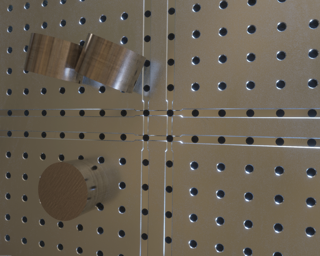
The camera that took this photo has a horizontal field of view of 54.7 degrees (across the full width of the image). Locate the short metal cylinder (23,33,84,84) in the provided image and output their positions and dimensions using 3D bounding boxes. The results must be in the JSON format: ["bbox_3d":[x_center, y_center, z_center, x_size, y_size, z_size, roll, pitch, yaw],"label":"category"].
[{"bbox_3d":[-0.143,-0.096,0.434,0.080,0.080,0.050,16,96,19],"label":"short metal cylinder"}]

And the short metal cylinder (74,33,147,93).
[{"bbox_3d":[-0.064,-0.084,0.406,0.080,0.080,0.050,26,99,18],"label":"short metal cylinder"}]

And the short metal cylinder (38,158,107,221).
[{"bbox_3d":[-0.124,0.086,0.443,0.080,0.050,0.079,0,90,20],"label":"short metal cylinder"}]
